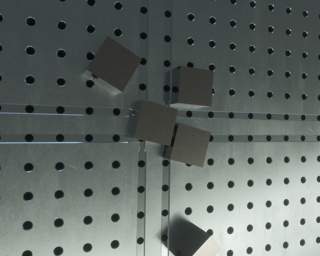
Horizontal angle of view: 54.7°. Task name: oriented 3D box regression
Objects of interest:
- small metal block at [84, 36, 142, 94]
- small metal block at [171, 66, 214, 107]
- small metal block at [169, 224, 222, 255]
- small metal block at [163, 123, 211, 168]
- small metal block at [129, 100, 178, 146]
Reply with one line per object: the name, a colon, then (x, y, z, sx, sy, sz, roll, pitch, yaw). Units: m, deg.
small metal block: (-0.059, -0.078, 0.391, 0.050, 0.025, 0.050, 32, 79, -18)
small metal block: (0.045, -0.056, 0.430, 0.050, 0.025, 0.050, 4, 89, -20)
small metal block: (0.047, 0.164, 0.418, 0.050, 0.050, 0.025, -42, 104, -15)
small metal block: (0.038, 0.024, 0.428, 0.050, 0.025, 0.050, 16, 85, -20)
small metal block: (-0.009, -0.006, 0.410, 0.050, 0.025, 0.050, 14, 85, -20)
